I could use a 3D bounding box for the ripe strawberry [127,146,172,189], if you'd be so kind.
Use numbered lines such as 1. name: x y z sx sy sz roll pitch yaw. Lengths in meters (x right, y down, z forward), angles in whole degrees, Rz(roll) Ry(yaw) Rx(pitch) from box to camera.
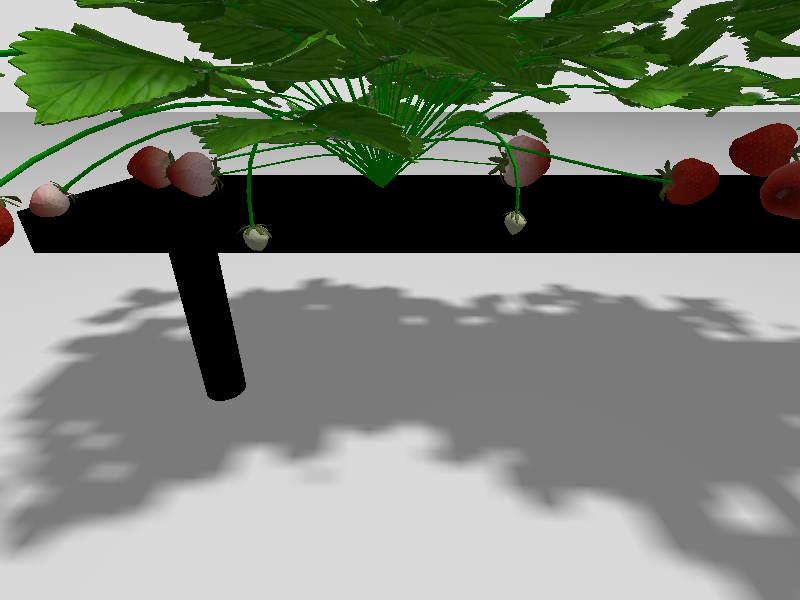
1. ripe strawberry: -0.211 -0.112 0.338 0.036 0.034 0.033 0 27 1

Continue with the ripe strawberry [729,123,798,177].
1. ripe strawberry: 0.357 -0.148 0.397 0.050 0.050 0.047 22 34 38

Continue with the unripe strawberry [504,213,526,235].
1. unripe strawberry: 0.061 -0.040 0.212 0.010 0.011 0.011 -13 30 -25

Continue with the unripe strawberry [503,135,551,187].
1. unripe strawberry: 0.105 -0.115 0.333 0.039 0.041 0.036 1 27 0

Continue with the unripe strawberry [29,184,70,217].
1. unripe strawberry: -0.220 -0.061 0.251 0.022 0.019 0.022 -39 36 -6

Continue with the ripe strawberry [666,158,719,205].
1. ripe strawberry: 0.202 -0.081 0.276 0.030 0.031 0.028 8 28 15

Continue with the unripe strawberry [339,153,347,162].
1. unripe strawberry: -0.070 -0.174 0.490 0.010 0.011 0.011 -8 9 -16

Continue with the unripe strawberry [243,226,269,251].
1. unripe strawberry: -0.068 -0.029 0.191 0.011 0.012 0.012 8 28 16

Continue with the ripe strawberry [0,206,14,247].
1. ripe strawberry: -0.203 -0.036 0.190 0.032 0.032 0.027 27 0 42

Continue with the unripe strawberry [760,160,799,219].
1. unripe strawberry: 0.241 -0.066 0.242 0.039 0.034 0.039 -14 30 -25

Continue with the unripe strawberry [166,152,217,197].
1. unripe strawberry: -0.161 -0.096 0.309 0.034 0.034 0.032 -6 27 -10
